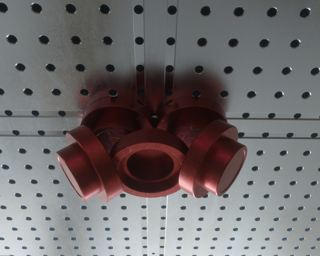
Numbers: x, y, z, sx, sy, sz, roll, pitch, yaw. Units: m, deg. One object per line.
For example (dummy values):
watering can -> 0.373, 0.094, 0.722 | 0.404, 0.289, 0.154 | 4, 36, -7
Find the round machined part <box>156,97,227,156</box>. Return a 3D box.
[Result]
round machined part -> 0.042, 0.010, 0.409 | 0.099, 0.042, 0.097 | -1, 130, 0

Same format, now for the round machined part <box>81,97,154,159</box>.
round machined part -> -0.056, 0.010, 0.408 | 0.099, 0.042, 0.097 | -1, 130, 0

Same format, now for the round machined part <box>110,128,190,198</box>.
round machined part -> -0.012, 0.038, 0.376 | 0.099, 0.042, 0.097 | -1, 130, 0

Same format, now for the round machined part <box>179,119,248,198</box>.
round machined part -> 0.069, 0.042, 0.370 | 0.042, 0.099, 0.097 | 29, 138, 29

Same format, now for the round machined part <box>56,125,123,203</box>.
round machined part -> -0.090, 0.049, 0.374 | 0.042, 0.098, 0.097 | -30, 135, -25
